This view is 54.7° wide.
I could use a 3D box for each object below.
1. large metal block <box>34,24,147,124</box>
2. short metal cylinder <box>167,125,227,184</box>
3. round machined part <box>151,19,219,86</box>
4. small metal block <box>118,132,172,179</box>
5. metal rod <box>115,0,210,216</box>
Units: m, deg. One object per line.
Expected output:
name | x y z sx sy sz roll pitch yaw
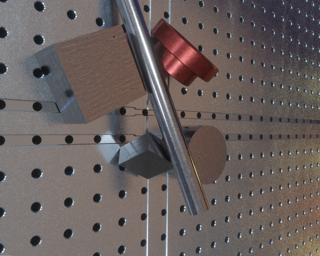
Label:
large metal block | -0.072 -0.057 0.334 0.081 0.050 0.080 -31 110 -36
short metal cylinder | 0.049 0.036 0.436 0.081 0.050 0.079 0 90 -40
round machined part | 0.025 -0.091 0.398 0.098 0.098 0.042 30 110 -36
small metal block | -0.014 0.035 0.379 0.050 0.050 0.025 33 42 -36
metal rod | -0.003 -0.045 0.364 0.025 0.025 0.299 -18 88 -39
